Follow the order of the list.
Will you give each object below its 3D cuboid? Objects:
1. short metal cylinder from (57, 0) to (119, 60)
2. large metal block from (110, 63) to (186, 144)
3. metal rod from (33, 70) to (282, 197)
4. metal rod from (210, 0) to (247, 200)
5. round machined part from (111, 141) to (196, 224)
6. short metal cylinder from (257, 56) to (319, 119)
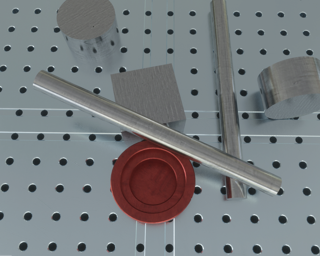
[{"bbox_3d":[-0.102,-0.147,0.451,0.081,0.050,0.080,0,70,0],"label":"short metal cylinder"},{"bbox_3d":[-0.016,-0.031,0.410,0.081,0.050,0.080,-11,71,-4],"label":"large metal block"},{"bbox_3d":[-0.002,0.007,0.359,0.301,0.025,0.025,24,72,-1],"label":"metal rod"},{"bbox_3d":[0.092,-0.053,0.431,0.025,0.025,0.299,-1,70,0],"label":"metal rod"},{"bbox_3d":[-0.008,0.067,0.378,0.099,0.042,0.098,0,70,0],"label":"round machined part"},{"bbox_3d":[0.172,-0.049,0.402,0.081,0.080,0.050,-5,70,-2],"label":"short metal cylinder"}]
